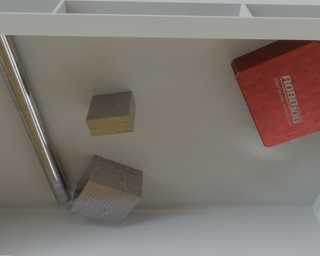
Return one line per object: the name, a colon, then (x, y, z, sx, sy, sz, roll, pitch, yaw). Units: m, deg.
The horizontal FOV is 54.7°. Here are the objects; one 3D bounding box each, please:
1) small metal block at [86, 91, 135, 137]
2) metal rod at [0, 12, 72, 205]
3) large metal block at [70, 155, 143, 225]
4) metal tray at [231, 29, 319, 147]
small metal block: (-0.058, -0.018, 0.377, 0.050, 0.050, 0.025, -7, 130, 5)
metal rod: (-0.163, 0.001, 0.407, 0.025, 0.025, 0.298, -2, 130, 1)
large metal block: (-0.081, 0.096, 0.474, 0.080, 0.050, 0.080, 22, 126, -19)
metal tray: (0.151, -0.041, 0.374, 0.090, 0.030, 0.130, -22, 127, 17)
